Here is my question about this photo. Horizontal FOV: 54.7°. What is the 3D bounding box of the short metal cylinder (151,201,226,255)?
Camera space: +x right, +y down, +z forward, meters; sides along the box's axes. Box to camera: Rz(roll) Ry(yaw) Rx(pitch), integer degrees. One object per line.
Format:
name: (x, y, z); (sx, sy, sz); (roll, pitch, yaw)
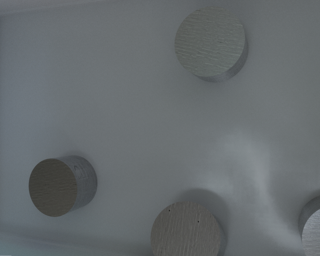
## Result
short metal cylinder: (0.035, 0.133, 0.370); (0.080, 0.050, 0.080); (-7, 63, 15)

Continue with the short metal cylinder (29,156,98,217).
short metal cylinder: (-0.139, 0.081, 0.446); (0.080, 0.050, 0.080); (0, 90, 20)

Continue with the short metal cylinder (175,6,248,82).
short metal cylinder: (0.064, -0.098, 0.375); (0.080, 0.050, 0.080); (0, 90, 20)

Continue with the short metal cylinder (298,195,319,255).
short metal cylinder: (0.193, 0.114, 0.329); (0.080, 0.050, 0.080); (0, 90, 20)
